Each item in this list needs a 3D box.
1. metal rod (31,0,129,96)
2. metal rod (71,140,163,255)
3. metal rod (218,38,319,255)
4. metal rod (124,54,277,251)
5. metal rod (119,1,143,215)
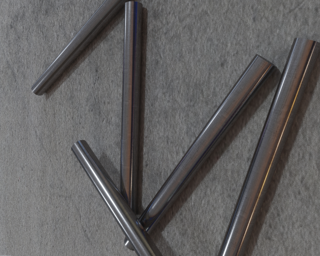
[{"bbox_3d":[-0.132,-0.142,0.510,0.299,0.025,0.025,-34,69,34],"label":"metal rod"},{"bbox_3d":[-0.036,0.128,0.398,0.300,0.025,0.025,49,119,28],"label":"metal rod"},{"bbox_3d":[0.100,0.059,0.321,0.025,0.025,0.298,25,105,37],"label":"metal rod"},{"bbox_3d":[0.035,0.046,0.374,0.025,0.025,0.298,47,118,29],"label":"metal rod"},{"bbox_3d":[-0.041,-0.023,0.436,0.025,0.025,0.298,3,92,39],"label":"metal rod"}]
